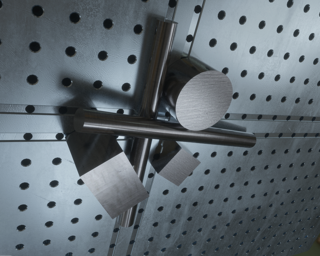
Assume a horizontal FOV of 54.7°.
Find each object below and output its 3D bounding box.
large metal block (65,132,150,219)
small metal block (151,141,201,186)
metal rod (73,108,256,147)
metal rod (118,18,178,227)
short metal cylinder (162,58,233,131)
[{"bbox_3d":[-0.063,0.046,0.369,0.050,0.080,0.080,-31,129,-9],"label":"large metal block"},{"bbox_3d":[0.024,0.052,0.460,0.050,0.025,0.050,-48,129,5],"label":"small metal block"},{"bbox_3d":[0.033,0.006,0.410,0.302,0.025,0.025,7,115,-40],"label":"metal rod"},{"bbox_3d":[-0.022,0.012,0.408,0.025,0.025,0.298,-2,119,-28],"label":"metal rod"},{"bbox_3d":[0.044,-0.043,0.394,0.081,0.050,0.079,-14,125,-21],"label":"short metal cylinder"}]
